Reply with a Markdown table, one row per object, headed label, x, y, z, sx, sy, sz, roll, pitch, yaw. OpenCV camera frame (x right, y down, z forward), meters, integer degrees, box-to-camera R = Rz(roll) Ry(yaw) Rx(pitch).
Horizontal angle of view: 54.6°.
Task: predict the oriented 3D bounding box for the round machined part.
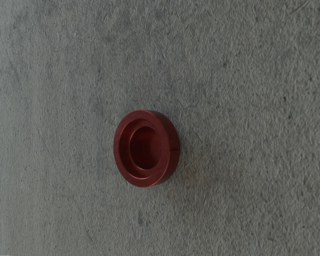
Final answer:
| label | x | y | z | sx | sy | sz | roll | pitch | yaw |
| --- | --- | --- | --- | --- | --- | --- | --- | --- | --- |
| round machined part | -0.012 | 0.026 | 0.405 | 0.098 | 0.042 | 0.097 | 0 | 90 | 40 |
